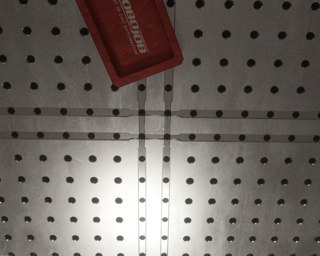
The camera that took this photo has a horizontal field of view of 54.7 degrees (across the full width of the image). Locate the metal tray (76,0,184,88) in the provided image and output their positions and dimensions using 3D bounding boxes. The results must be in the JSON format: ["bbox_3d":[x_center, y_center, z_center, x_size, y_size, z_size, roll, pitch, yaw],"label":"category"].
[{"bbox_3d":[-0.036,-0.124,0.364,0.090,0.030,0.129,-20,109,6],"label":"metal tray"}]
